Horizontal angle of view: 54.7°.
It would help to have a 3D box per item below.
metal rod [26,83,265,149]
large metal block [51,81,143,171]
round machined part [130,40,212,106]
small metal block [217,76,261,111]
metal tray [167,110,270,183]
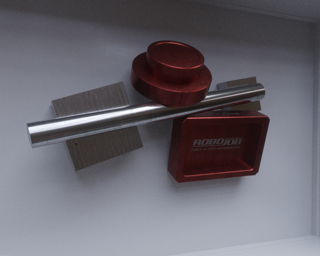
[{"bbox_3d":[0.006,-0.022,0.365,0.303,0.025,0.025,-12,95,-27],"label":"metal rod"},{"bbox_3d":[-0.076,-0.003,0.367,0.081,0.050,0.080,-19,97,-19],"label":"large metal block"},{"bbox_3d":[0.016,-0.072,0.375,0.099,0.098,0.042,-5,132,-20],"label":"round machined part"},{"bbox_3d":[0.116,-0.045,0.453,0.050,0.025,0.050,-12,94,-20],"label":"small metal block"},{"bbox_3d":[0.080,0.023,0.422,0.131,0.030,0.089,-2,110,-21],"label":"metal tray"}]
